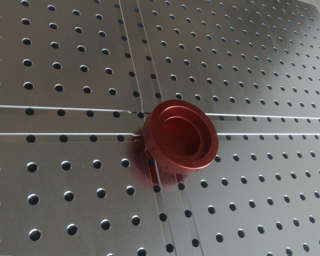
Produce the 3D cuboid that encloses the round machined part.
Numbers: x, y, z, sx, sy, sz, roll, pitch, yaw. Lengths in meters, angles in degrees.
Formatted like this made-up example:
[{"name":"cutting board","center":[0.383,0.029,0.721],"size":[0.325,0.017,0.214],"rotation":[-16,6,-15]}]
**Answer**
[{"name":"round machined part","center":[0.023,0.015,0.402],"size":[0.099,0.042,0.098],"rotation":[14,56,-21]}]
